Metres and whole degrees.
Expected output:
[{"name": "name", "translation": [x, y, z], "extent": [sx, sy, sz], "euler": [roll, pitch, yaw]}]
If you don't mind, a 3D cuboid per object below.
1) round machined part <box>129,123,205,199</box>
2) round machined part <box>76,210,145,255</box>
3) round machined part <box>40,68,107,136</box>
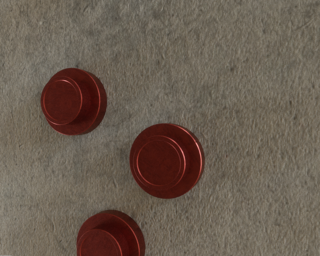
[{"name": "round machined part", "translation": [0.005, 0.043, 0.397], "extent": [0.098, 0.042, 0.097], "euler": [0, 90, 19]}, {"name": "round machined part", "translation": [-0.073, 0.166, 0.425], "extent": [0.098, 0.042, 0.097], "euler": [0, 90, 19]}, {"name": "round machined part", "translation": [-0.130, -0.038, 0.444], "extent": [0.098, 0.042, 0.097], "euler": [0, 90, 19]}]
